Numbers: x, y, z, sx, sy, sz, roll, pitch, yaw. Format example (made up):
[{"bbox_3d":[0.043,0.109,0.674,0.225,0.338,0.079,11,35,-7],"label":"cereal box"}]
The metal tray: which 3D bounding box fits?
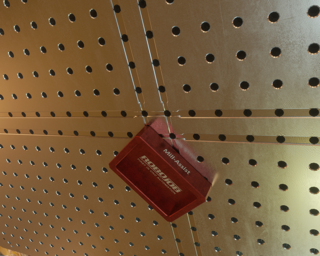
[{"bbox_3d":[-0.002,0.070,0.452,0.130,0.030,0.090,43,129,-2],"label":"metal tray"}]
